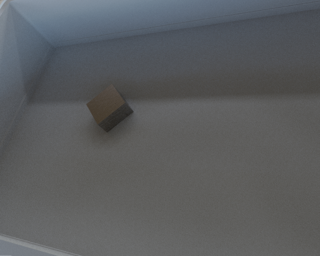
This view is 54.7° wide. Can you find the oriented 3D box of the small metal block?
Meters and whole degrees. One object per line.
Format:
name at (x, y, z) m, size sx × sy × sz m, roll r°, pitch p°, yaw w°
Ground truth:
small metal block at (-0.075, -0.030, 0.462) m, size 0.050 × 0.025 × 0.050 m, roll -38°, pitch 51°, yaw 2°
